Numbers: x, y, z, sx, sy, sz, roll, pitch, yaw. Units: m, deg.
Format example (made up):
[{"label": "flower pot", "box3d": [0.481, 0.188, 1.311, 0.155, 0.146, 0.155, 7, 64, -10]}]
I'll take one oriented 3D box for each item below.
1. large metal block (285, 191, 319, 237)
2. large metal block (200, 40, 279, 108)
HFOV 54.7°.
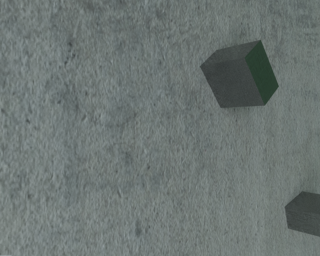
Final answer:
[{"label": "large metal block", "box3d": [0.320, 0.177, 0.642, 0.081, 0.080, 0.050, -20, 103, -38]}, {"label": "large metal block", "box3d": [0.121, -0.079, 0.473, 0.050, 0.080, 0.080, -47, 118, -30]}]
